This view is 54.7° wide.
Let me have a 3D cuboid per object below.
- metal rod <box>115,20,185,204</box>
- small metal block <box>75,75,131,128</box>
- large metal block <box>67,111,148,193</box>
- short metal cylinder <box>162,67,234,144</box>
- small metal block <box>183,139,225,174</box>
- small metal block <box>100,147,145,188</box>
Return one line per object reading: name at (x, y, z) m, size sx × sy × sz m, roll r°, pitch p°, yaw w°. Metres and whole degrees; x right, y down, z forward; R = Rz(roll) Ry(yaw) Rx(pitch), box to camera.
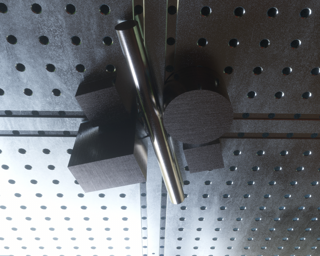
metal rod at (-0.003, 0.004, 0.415) m, size 0.025 × 0.025 × 0.298 m, roll -10°, pitch 130°, yaw 8°
small metal block at (-0.068, -0.032, 0.383) m, size 0.050 × 0.025 × 0.050 m, roll -14°, pitch 129°, yaw 10°
large metal block at (-0.062, 0.030, 0.398) m, size 0.080 × 0.080 × 0.050 m, roll -12°, pitch 129°, yaw 9°
short metal cylinder at (0.043, -0.026, 0.373) m, size 0.081 × 0.050 × 0.079 m, roll 0°, pitch 130°, yaw 0°
small metal block at (0.062, 0.035, 0.443) m, size 0.050 × 0.025 × 0.050 m, roll -11°, pitch 130°, yaw 9°
small metal block at (-0.055, 0.059, 0.461) m, size 0.050 × 0.025 × 0.050 m, roll -12°, pitch 129°, yaw 9°
